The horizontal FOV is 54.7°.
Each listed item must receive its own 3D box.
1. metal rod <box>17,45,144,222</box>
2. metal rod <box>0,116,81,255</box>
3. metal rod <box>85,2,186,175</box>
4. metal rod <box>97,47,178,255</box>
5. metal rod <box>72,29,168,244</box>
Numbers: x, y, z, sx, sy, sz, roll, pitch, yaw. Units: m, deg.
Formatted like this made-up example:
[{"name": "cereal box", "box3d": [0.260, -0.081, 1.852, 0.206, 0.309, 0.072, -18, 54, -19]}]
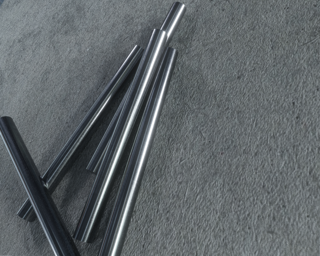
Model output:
[{"name": "metal rod", "box3d": [-0.108, -0.001, 0.461, 0.025, 0.025, 0.300, 22, 73, 36]}, {"name": "metal rod", "box3d": [-0.156, 0.090, 0.402, 0.025, 0.025, 0.300, -41, 60, 0]}, {"name": "metal rod", "box3d": [-0.028, -0.069, 0.460, 0.025, 0.025, 0.300, 12, 68, 33]}, {"name": "metal rod", "box3d": [-0.022, 0.018, 0.404, 0.025, 0.025, 0.300, 2, 62, 29]}, {"name": "metal rod", "box3d": [-0.046, -0.002, 0.413, 0.025, 0.025, 0.299, 8, 71, 32]}]
